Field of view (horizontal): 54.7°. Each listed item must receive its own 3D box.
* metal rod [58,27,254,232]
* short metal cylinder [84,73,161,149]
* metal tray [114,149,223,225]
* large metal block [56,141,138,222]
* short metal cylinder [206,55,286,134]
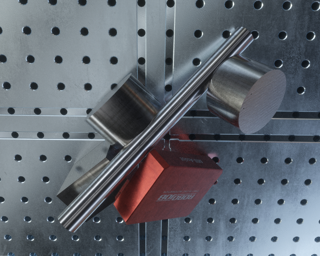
[{"bbox_3d":[0.001,-0.004,0.355,0.025,0.025,0.300,45,82,-15],"label":"metal rod"},{"bbox_3d":[-0.045,-0.020,0.376,0.080,0.080,0.050,-41,105,13],"label":"short metal cylinder"},{"bbox_3d":[0.016,0.076,0.396,0.131,0.030,0.090,13,117,-50],"label":"metal tray"},{"bbox_3d":[-0.077,0.061,0.405,0.080,0.080,0.050,-38,106,12],"label":"large metal block"},{"bbox_3d":[0.102,-0.040,0.366,0.081,0.050,0.079,-24,132,-29],"label":"short metal cylinder"}]
